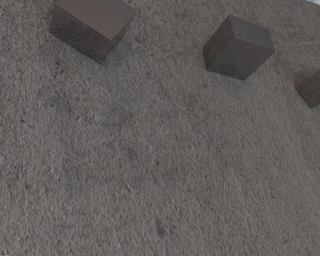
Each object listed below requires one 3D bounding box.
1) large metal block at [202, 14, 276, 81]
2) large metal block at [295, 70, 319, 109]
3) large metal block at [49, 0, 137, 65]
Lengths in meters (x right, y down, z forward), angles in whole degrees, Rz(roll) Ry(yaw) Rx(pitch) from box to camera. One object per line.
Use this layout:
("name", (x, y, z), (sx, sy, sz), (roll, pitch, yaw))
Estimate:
("large metal block", (0.129, -0.131, 0.517), (0.081, 0.080, 0.050), (10, 58, -23))
("large metal block", (0.326, -0.087, 0.596), (0.081, 0.080, 0.050), (-19, 72, -35))
("large metal block", (-0.092, -0.148, 0.428), (0.080, 0.050, 0.080), (32, 52, -8))
